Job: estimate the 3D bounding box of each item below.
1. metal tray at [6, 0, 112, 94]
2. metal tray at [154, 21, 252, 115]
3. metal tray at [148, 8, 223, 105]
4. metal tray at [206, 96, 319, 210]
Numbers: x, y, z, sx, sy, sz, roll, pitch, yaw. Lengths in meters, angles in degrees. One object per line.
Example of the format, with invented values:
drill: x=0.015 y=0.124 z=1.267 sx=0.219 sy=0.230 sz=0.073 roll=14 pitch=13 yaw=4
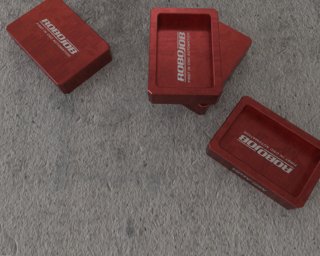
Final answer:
metal tray: x=-0.145 y=-0.123 z=0.449 sx=0.090 sy=0.030 sz=0.130 roll=-42 pitch=75 yaw=-14
metal tray: x=0.058 y=-0.094 z=0.440 sx=0.090 sy=0.030 sz=0.130 roll=33 pitch=73 yaw=11
metal tray: x=0.032 y=-0.096 z=0.408 sx=0.091 sy=0.030 sz=0.130 roll=1 pitch=70 yaw=0
metal tray: x=0.137 y=0.030 z=0.395 sx=0.130 sy=0.030 sz=0.090 roll=35 pitch=73 yaw=11
